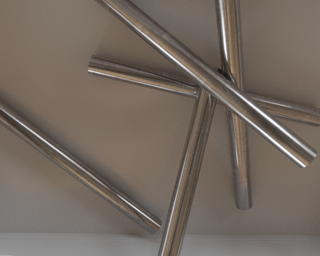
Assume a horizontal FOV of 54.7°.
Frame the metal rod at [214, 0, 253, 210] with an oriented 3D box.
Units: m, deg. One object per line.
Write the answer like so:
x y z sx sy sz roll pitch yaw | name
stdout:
0.094 -0.015 0.381 0.025 0.025 0.298 -11 119 4 | metal rod

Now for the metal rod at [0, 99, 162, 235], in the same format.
-0.117 0.055 0.430 0.300 0.025 0.025 40 105 -14 | metal rod

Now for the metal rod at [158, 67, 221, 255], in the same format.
0.028 0.075 0.365 0.025 0.025 0.298 14 89 -5 | metal rod

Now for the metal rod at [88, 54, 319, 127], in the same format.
0.062 -0.046 0.394 0.302 0.025 0.025 12 110 -5 | metal rod

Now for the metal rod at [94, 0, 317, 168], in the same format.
0.045 -0.062 0.343 0.300 0.025 0.025 40 106 4 | metal rod
